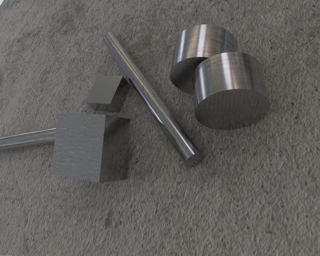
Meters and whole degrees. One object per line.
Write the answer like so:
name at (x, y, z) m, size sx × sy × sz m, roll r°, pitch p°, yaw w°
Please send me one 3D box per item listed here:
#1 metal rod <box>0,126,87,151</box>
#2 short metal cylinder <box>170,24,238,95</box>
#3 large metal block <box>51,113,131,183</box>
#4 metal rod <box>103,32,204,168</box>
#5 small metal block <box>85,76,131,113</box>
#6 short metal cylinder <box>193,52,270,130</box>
metal rod at (-0.209, 0.018, 0.502) m, size 0.300 × 0.025 × 0.025 m, roll -8°, pitch 58°, yaw 23°
short metal cylinder at (0.056, -0.082, 0.390) m, size 0.080 × 0.080 × 0.050 m, roll -4°, pitch 60°, yaw 26°
large metal block at (-0.089, 0.024, 0.402) m, size 0.080 × 0.050 × 0.080 m, roll 4°, pitch 87°, yaw 29°
metal rod at (-0.024, -0.060, 0.453) m, size 0.025 × 0.025 × 0.300 m, roll -37°, pitch 51°, yaw 4°
small metal block at (-0.080, -0.053, 0.478) m, size 0.050 × 0.025 × 0.050 m, roll 7°, pitch 65°, yaw 31°
short metal cylinder at (0.078, -0.039, 0.352) m, size 0.080 × 0.080 × 0.050 m, roll -14°, pitch 57°, yaw 21°
